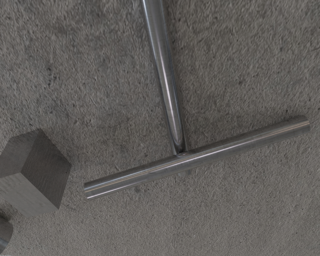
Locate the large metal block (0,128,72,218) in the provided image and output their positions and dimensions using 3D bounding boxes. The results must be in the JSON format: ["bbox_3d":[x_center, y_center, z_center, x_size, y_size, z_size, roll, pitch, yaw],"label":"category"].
[{"bbox_3d":[-0.172,0.061,0.421,0.050,0.080,0.080,-17,128,13],"label":"large metal block"}]

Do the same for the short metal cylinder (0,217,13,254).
[{"bbox_3d":[-0.300,0.185,0.526,0.080,0.080,0.050,-24,126,19],"label":"short metal cylinder"}]

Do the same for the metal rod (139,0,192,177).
[{"bbox_3d":[0.010,-0.049,0.365,0.025,0.025,0.298,-8,130,6],"label":"metal rod"}]

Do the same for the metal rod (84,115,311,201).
[{"bbox_3d":[0.047,0.040,0.411,0.301,0.025,0.025,-18,129,2],"label":"metal rod"}]
